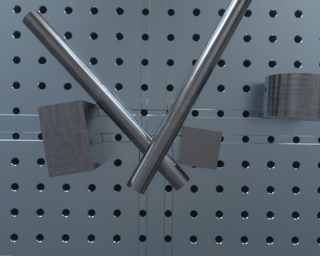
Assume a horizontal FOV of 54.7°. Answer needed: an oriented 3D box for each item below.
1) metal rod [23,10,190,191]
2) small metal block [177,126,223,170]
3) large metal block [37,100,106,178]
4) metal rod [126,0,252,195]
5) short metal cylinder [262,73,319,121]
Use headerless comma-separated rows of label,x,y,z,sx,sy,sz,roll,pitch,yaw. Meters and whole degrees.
metal rod,-0.070,-0.036,0.412,0.025,0.025,0.300,-42,90,0
small metal block,0.052,0.026,0.414,0.050,0.025,0.050,9,90,0
large metal block,-0.105,0.012,0.385,0.050,0.080,0.080,-9,90,0
metal rod,0.043,-0.054,0.398,0.025,0.025,0.299,30,84,0
short metal cylinder,0.172,-0.036,0.387,0.081,0.080,0.050,5,90,0
